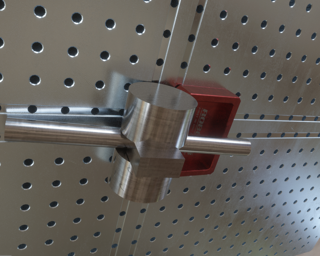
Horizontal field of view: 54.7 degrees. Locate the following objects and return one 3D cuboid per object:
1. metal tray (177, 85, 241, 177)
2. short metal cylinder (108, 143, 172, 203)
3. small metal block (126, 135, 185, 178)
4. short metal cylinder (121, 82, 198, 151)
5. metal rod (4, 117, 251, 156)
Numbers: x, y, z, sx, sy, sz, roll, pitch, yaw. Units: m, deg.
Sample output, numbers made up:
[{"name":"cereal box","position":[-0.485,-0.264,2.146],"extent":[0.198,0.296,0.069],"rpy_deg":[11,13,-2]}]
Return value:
[{"name":"metal tray","position":[0.052,0.008,0.441],"extent":[0.091,0.030,0.129],"rpy_deg":[1,118,-29]},{"name":"short metal cylinder","position":[-0.022,0.050,0.394],"extent":[0.081,0.080,0.050],"rpy_deg":[1,118,-29]},{"name":"small metal block","position":[-0.006,0.031,0.349],"extent":[0.050,0.050,0.025],"rpy_deg":[5,116,-21]},{"name":"short metal cylinder","position":[-0.002,-0.016,0.363],"extent":[0.081,0.080,0.050],"rpy_deg":[1,118,-29]},{"name":"metal rod","position":[-0.021,0.014,0.378],"extent":[0.302,0.025,0.025],"rpy_deg":[5,116,-21]}]
